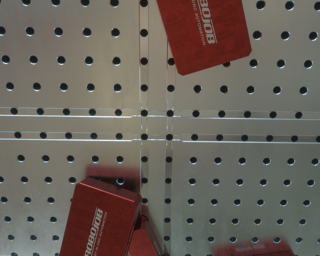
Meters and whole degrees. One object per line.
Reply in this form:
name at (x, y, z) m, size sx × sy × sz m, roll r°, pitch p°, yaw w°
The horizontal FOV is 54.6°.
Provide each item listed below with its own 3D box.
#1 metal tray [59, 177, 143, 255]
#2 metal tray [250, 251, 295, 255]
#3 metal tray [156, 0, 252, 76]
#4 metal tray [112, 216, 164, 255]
metal tray at (-0.085, 0.145, 0.441) m, size 0.090 × 0.030 × 0.129 m, roll 17°, pitch 100°, yaw 9°
metal tray at (0.158, 0.253, 0.504) m, size 0.131 × 0.030 × 0.089 m, roll -9°, pitch 110°, yaw 3°
metal tray at (0.047, -0.137, 0.361) m, size 0.090 × 0.030 × 0.129 m, roll -16°, pitch 109°, yaw 6°
metal tray at (-0.043, 0.209, 0.487) m, size 0.090 × 0.030 × 0.129 m, roll -19°, pitch 109°, yaw 6°
